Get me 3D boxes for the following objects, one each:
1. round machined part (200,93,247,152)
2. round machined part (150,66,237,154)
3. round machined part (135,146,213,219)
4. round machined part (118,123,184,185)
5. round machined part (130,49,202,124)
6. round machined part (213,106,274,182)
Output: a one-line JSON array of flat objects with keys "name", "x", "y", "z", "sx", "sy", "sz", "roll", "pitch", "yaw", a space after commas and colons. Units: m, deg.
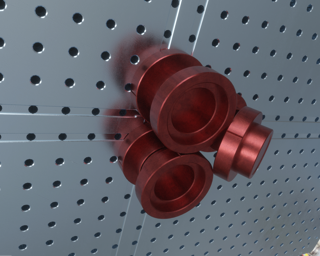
[{"name": "round machined part", "x": 0.086, "y": -0.006, "z": 0.443, "sx": 0.099, "sy": 0.042, "sz": 0.097, "roll": -14, "pitch": 124, "yaw": -21}, {"name": "round machined part", "x": 0.033, "y": -0.023, "z": 0.348, "sx": 0.099, "sy": 0.042, "sz": 0.097, "roll": -14, "pitch": 124, "yaw": -21}, {"name": "round machined part", "x": 0.014, "y": 0.063, "z": 0.391, "sx": 0.099, "sy": 0.042, "sz": 0.097, "roll": -14, "pitch": 124, "yaw": -21}, {"name": "round machined part", "x": -0.004, "y": 0.043, "z": 0.424, "sx": 0.099, "sy": 0.042, "sz": 0.097, "roll": -14, "pitch": 124, "yaw": -21}, {"name": "round machined part", "x": 0.017, "y": -0.044, "z": 0.383, "sx": 0.099, "sy": 0.042, "sz": 0.097, "roll": -14, "pitch": 124, "yaw": -21}, {"name": "round machined part", "x": 0.109, "y": 0.025, "z": 0.392, "sx": 0.098, "sy": 0.042, "sz": 0.097, "roll": -45, "pitch": 150, "yaw": -36}]
